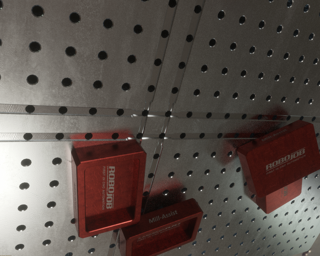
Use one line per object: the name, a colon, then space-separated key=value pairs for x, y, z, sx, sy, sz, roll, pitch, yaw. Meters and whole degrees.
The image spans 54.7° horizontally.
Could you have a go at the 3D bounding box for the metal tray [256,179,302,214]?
metal tray: x=0.230 y=0.098 z=0.598 sx=0.091 sy=0.030 sz=0.129 roll=-26 pitch=128 yaw=-13

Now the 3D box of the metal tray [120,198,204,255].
metal tray: x=0.001 y=0.170 z=0.506 sx=0.131 sy=0.030 sz=0.089 roll=-13 pitch=134 yaw=-22

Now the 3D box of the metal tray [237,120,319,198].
metal tray: x=0.206 y=0.052 z=0.530 sx=0.131 sy=0.030 sz=0.090 roll=-23 pitch=107 yaw=-9

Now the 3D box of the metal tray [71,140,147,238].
metal tray: x=-0.070 y=0.084 z=0.423 sx=0.091 sy=0.030 sz=0.129 roll=-8 pitch=122 yaw=-25
